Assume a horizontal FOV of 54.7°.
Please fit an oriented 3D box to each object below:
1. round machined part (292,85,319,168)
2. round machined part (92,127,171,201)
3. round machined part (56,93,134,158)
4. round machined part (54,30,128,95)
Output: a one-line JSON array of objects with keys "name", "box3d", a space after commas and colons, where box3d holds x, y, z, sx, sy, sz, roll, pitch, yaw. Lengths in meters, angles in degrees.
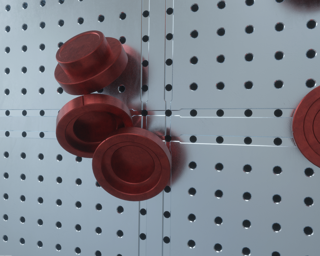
[{"name": "round machined part", "box3d": [0.195, -0.001, 0.335, 0.098, 0.042, 0.097, 0, 90, 19]}, {"name": "round machined part", "box3d": [-0.034, 0.043, 0.401, 0.099, 0.042, 0.097, 2, 114, 5]}, {"name": "round machined part", "box3d": [-0.087, -0.008, 0.414, 0.098, 0.098, 0.042, -35, 43, 16]}, {"name": "round machined part", "box3d": [-0.096, -0.092, 0.408, 0.098, 0.042, 0.098, -13, 45, 13]}]
